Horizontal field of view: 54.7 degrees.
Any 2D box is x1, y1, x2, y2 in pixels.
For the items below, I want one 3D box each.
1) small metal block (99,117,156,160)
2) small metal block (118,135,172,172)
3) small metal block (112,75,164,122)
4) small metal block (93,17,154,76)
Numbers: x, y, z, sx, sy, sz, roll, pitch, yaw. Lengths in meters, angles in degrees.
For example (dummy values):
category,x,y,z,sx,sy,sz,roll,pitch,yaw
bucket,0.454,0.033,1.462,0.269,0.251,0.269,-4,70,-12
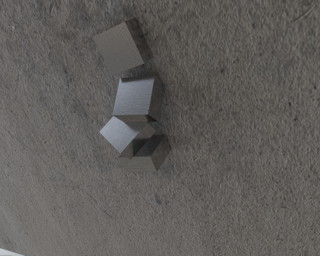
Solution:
category,x,y,z,sx,sy,sz,roll,pitch,yaw
small metal block,-0.042,0.004,0.403,0.050,0.050,0.025,40,177,35
small metal block,-0.020,0.034,0.422,0.050,0.050,0.025,-4,119,30
small metal block,-0.026,-0.035,0.381,0.050,0.050,0.025,0,161,28
small metal block,-0.043,-0.097,0.370,0.050,0.025,0.050,-13,112,33
